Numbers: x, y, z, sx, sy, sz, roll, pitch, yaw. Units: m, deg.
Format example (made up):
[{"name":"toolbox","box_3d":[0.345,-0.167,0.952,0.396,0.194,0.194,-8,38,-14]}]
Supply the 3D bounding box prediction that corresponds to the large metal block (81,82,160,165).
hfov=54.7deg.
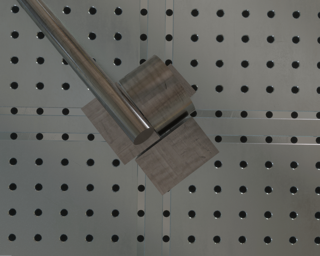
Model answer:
[{"name":"large metal block","box_3d":[-0.044,-0.005,0.386,0.050,0.080,0.080,-38,90,0]}]

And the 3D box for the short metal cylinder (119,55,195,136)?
[{"name":"short metal cylinder","box_3d":[-0.003,-0.037,0.360,0.050,0.080,0.080,-37,90,0]}]

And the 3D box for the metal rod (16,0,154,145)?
[{"name":"metal rod","box_3d":[-0.109,-0.097,0.360,0.025,0.025,0.300,-41,69,0]}]

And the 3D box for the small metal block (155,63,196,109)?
[{"name":"small metal block","box_3d":[0.012,-0.049,0.414,0.050,0.025,0.050,-42,91,0]}]

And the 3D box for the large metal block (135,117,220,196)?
[{"name":"large metal block","box_3d":[0.019,0.031,0.384,0.080,0.080,0.050,-37,90,0]}]
